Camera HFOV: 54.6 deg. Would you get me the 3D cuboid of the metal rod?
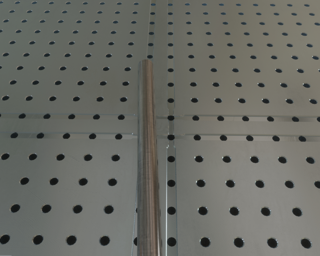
[{"bbox_3d":[-0.016,0.016,0.394,0.025,0.025,0.300,-2,50,-2],"label":"metal rod"}]
